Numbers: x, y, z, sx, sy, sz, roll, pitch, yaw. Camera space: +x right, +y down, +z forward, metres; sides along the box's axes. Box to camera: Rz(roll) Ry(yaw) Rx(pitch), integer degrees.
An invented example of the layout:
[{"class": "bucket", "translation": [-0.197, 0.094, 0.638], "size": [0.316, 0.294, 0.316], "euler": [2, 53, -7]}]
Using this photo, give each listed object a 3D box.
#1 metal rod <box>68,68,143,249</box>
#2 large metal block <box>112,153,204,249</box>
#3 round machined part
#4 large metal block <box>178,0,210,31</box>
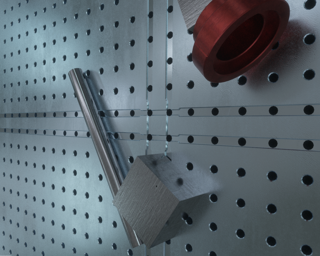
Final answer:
[{"class": "metal rod", "translation": [-0.086, 0.034, 0.480], "size": [0.025, 0.025, 0.299], "euler": [-37, 67, 34]}, {"class": "large metal block", "translation": [-0.005, 0.090, 0.397], "size": [0.080, 0.050, 0.080], "euler": [43, 116, 31]}, {"class": "round machined part", "translation": [0.072, -0.094, 0.302], "size": [0.098, 0.099, 0.042], "euler": [-49, 61, 29]}, {"class": "large metal block", "translation": [0.064, -0.158, 0.340], "size": [0.080, 0.050, 0.080], "euler": [-26, 74, 37]}]
